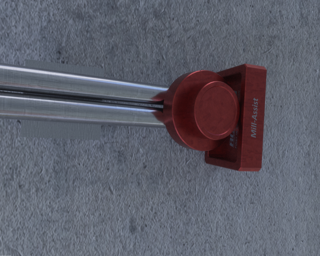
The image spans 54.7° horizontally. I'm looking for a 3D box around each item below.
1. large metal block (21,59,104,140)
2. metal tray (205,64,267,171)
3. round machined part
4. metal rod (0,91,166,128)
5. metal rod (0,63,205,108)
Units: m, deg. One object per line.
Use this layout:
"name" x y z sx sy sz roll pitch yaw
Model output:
"large metal block" -0.110 -0.029 0.353 0.081 0.050 0.079 4 89 -20
"metal tray" 0.097 -0.012 0.412 0.030 0.090 0.129 4 89 -20
"round machined part" 0.056 -0.021 0.371 0.099 0.042 0.097 -2 93 -31
"metal rod" -0.042 -0.015 0.348 0.302 0.025 0.025 3 89 -33
"metal rod" -0.040 -0.042 0.348 0.302 0.025 0.025 3 89 -33
